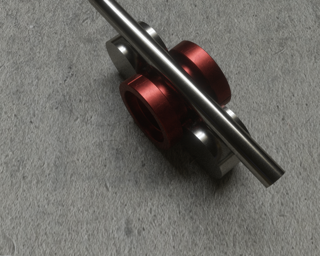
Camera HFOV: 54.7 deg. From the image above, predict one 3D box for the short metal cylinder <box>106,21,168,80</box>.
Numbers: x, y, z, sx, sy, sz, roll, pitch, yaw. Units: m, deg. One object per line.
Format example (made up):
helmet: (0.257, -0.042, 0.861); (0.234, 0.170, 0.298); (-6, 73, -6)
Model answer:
short metal cylinder: (-0.028, -0.094, 0.414); (0.050, 0.080, 0.080); (-37, 75, -13)

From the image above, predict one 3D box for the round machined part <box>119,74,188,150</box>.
round machined part: (-0.003, -0.025, 0.378); (0.042, 0.098, 0.098); (-37, 74, -16)

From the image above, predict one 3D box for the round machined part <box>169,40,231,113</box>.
round machined part: (0.040, -0.057, 0.392); (0.042, 0.098, 0.098); (-39, 75, -8)

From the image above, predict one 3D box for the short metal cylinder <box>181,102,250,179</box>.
short metal cylinder: (0.065, 0.014, 0.375); (0.050, 0.080, 0.080); (-37, 75, -13)

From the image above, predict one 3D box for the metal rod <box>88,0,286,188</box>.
metal rod: (0.018, -0.056, 0.346); (0.025, 0.025, 0.300); (-38, 75, -13)
